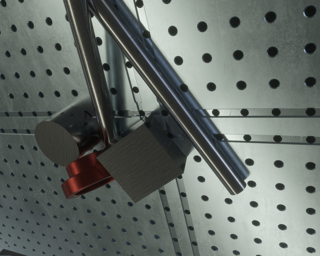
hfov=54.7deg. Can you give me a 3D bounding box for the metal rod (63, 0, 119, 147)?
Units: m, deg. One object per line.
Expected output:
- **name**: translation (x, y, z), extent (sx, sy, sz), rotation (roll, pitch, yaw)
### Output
- **metal rod**: translation (-0.087, -0.093, 0.374), extent (0.025, 0.025, 0.298), rotation (10, 130, 22)

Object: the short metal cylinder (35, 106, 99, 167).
- **short metal cylinder**: translation (-0.142, 0.013, 0.476), extent (0.080, 0.050, 0.079), rotation (13, 124, 20)

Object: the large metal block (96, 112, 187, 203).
- **large metal block**: translation (-0.022, 0.039, 0.414), extent (0.080, 0.050, 0.080), rotation (-35, 99, 18)

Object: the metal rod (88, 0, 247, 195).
- **metal rod**: translation (0.012, -0.037, 0.380), extent (0.025, 0.025, 0.300), rotation (-30, 102, 37)

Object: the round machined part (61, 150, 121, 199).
- **round machined part**: translation (-0.100, 0.065, 0.460), extent (0.098, 0.099, 0.042), rotation (-34, 77, 38)
